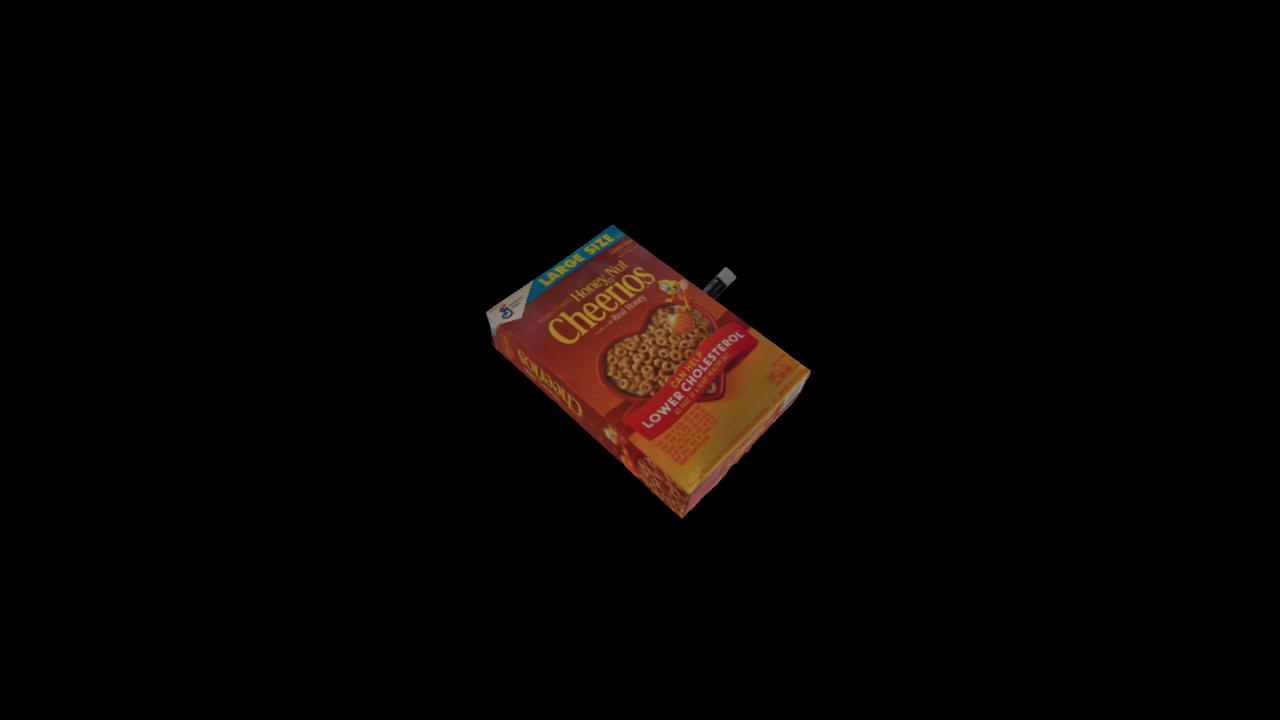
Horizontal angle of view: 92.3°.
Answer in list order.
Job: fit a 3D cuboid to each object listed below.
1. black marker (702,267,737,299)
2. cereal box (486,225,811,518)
[{"bbox_3d":[0.064,-0.059,0.720,0.020,0.121,0.020,44,6,-6],"label":"black marker"},{"bbox_3d":[0.004,-0.004,0.689,0.203,0.306,0.081,-39,-23,-26],"label":"cereal box"}]
